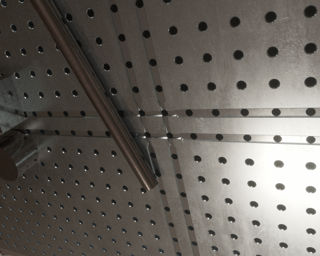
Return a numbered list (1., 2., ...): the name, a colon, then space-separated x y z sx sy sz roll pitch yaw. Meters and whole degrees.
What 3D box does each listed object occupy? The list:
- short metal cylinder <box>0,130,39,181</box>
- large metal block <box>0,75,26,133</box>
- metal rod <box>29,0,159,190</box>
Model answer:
1. short metal cylinder: -0.272 0.050 0.566 0.080 0.050 0.079 13 124 20
2. large metal block: -0.283 -0.043 0.515 0.080 0.050 0.079 7 122 24
3. metal rod: -0.082 -0.039 0.428 0.025 0.025 0.299 -17 110 34
